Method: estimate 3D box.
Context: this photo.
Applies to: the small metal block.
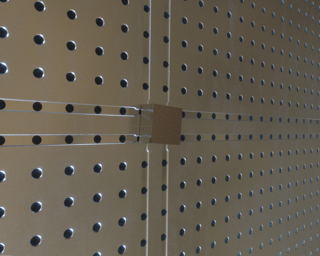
[{"bbox_3d":[0.002,-0.004,0.412,0.050,0.025,0.050,6,86,-40],"label":"small metal block"}]
